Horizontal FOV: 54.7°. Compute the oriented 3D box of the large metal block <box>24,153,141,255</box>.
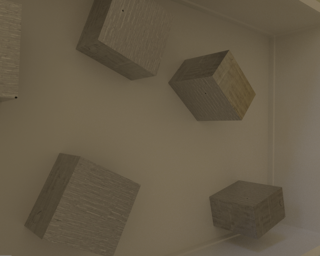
[{"bbox_3d":[-0.079,0.080,0.326,0.080,0.050,0.080,34,69,-35],"label":"large metal block"}]

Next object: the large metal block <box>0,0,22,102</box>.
[{"bbox_3d":[-0.165,-0.066,0.253,0.081,0.050,0.079,3,88,-40],"label":"large metal block"}]

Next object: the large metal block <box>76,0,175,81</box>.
[{"bbox_3d":[-0.038,-0.111,0.360,0.080,0.050,0.080,26,74,-37],"label":"large metal block"}]

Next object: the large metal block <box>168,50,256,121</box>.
[{"bbox_3d":[0.073,-0.055,0.434,0.080,0.080,0.050,49,61,-29],"label":"large metal block"}]

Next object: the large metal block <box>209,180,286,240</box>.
[{"bbox_3d":[0.138,0.125,0.490,0.081,0.080,0.050,-16,101,-39],"label":"large metal block"}]
